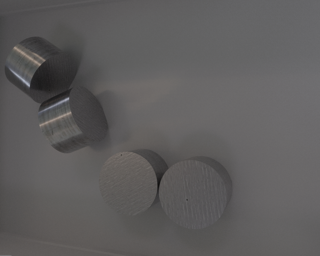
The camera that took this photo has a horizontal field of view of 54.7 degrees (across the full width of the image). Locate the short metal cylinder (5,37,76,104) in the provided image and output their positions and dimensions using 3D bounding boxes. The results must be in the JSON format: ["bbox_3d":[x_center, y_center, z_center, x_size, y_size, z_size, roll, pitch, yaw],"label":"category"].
[{"bbox_3d":[-0.168,-0.082,0.441,0.050,0.080,0.080,35,101,16],"label":"short metal cylinder"}]

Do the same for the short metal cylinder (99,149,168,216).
[{"bbox_3d":[-0.032,0.069,0.409,0.080,0.050,0.080,0,90,20],"label":"short metal cylinder"}]

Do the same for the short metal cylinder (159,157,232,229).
[{"bbox_3d":[0.045,0.077,0.381,0.080,0.050,0.080,0,90,20],"label":"short metal cylinder"}]

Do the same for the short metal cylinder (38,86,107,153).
[{"bbox_3d":[-0.116,-0.011,0.422,0.050,0.080,0.080,-21,83,19],"label":"short metal cylinder"}]
